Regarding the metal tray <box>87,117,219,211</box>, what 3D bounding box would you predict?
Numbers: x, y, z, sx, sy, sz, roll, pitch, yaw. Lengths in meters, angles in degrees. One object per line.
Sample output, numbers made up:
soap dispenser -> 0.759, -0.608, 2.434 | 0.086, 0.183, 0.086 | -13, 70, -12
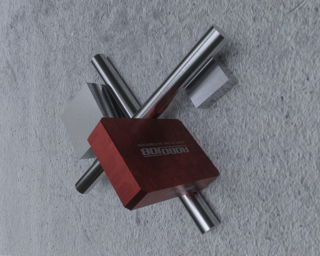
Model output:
metal tray -> -0.002, 0.032, 0.337 | 0.030, 0.131, 0.090 | -50, 60, 29

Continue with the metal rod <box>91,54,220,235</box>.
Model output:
metal rod -> -0.018, 0.005, 0.420 | 0.025, 0.025, 0.299 | -49, 61, 28

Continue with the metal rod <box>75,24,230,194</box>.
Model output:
metal rod -> -0.026, -0.005, 0.393 | 0.299, 0.025, 0.025 | -46, 63, 29

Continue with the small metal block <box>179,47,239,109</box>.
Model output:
small metal block -> 0.054, -0.057, 0.360 | 0.050, 0.025, 0.050 | -43, 65, 31

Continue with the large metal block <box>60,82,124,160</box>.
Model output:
large metal block -> -0.095, -0.010, 0.465 | 0.080, 0.050, 0.080 | -44, 64, 31
